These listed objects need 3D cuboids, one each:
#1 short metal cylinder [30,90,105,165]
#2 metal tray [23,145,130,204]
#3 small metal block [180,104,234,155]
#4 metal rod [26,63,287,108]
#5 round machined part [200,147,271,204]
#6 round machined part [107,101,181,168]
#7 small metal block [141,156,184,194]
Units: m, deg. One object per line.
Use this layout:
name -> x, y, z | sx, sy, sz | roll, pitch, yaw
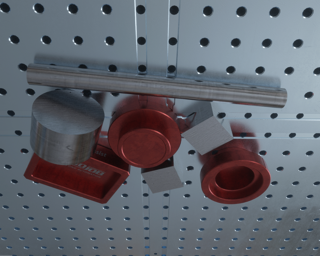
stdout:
short metal cylinder -> -0.112, -0.002, 0.372 | 0.081, 0.080, 0.050 | 14, 129, -12
metal tray -> -0.120, 0.059, 0.457 | 0.131, 0.030, 0.089 | 24, 126, -19
small metal block -> 0.062, 0.003, 0.415 | 0.050, 0.025, 0.050 | -31, 124, 23
metal rod -> 0.001, -0.049, 0.369 | 0.302, 0.025, 0.025 | 5, 130, -5
round machined part -> 0.108, 0.066, 0.458 | 0.099, 0.042, 0.097 | 0, 130, 0
round machined part -> -0.021, 0.015, 0.413 | 0.099, 0.042, 0.097 | 0, 128, 0
small metal block -> 0.004, 0.070, 0.471 | 0.050, 0.025, 0.050 | -15, 129, 12
